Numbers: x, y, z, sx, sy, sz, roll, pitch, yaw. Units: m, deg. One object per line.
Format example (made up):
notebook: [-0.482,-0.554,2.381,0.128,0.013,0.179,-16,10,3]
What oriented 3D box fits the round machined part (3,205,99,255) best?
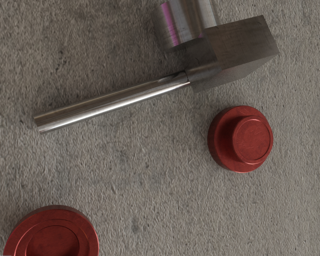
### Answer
round machined part: [-0.123,0.137,0.355,0.099,0.042,0.097,0,90,-20]

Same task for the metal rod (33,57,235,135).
metal rod: [-0.007,-0.052,0.406,0.302,0.025,0.025,-20,97,-19]

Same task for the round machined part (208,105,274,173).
round machined part: [0.122,0.016,0.445,0.099,0.042,0.097,0,90,-20]

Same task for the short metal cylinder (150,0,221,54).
short metal cylinder: [0.034,-0.132,0.392,0.081,0.080,0.050,-21,97,-19]

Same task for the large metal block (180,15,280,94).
large metal block: [0.083,-0.089,0.383,0.081,0.080,0.050,-19,84,-19]
